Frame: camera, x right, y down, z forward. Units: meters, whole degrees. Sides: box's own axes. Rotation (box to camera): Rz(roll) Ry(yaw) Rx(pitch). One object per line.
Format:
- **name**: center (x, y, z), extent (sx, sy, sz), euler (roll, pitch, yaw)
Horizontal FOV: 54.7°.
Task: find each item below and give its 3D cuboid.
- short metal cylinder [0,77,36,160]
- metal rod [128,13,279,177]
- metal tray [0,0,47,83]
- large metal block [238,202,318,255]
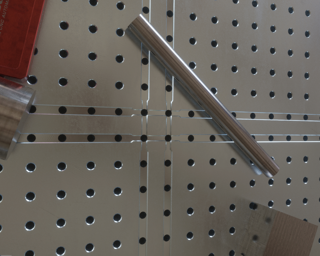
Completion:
- **short metal cylinder**: center (-0.169, -0.012, 0.321), extent (0.050, 0.080, 0.080), euler (22, 83, -19)
- **metal rod**: center (0.070, -0.036, 0.437), extent (0.300, 0.025, 0.025), euler (45, 76, -15)
- **metal tray**: center (-0.181, -0.124, 0.342), extent (0.091, 0.030, 0.129), euler (13, 86, -20)
- **large metal block**: center (0.177, 0.167, 0.465), extent (0.080, 0.050, 0.080), euler (23, 82, -19)
